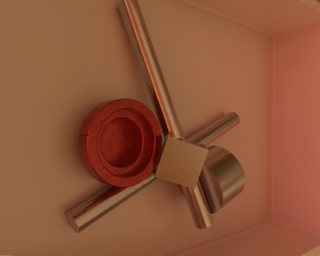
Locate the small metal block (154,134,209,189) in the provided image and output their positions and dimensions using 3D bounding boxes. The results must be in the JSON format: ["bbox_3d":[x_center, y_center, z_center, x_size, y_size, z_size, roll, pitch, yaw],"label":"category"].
[{"bbox_3d":[0.025,0.040,0.374,0.050,0.025,0.050,18,95,-6],"label":"small metal block"}]

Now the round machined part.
[{"bbox_3d":[-0.048,0.016,0.355,0.099,0.042,0.097,0,90,-40],"label":"round machined part"}]

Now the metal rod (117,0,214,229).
[{"bbox_3d":[0.010,-0.013,0.392,0.025,0.025,0.298,-25,99,-38],"label":"metal rod"}]

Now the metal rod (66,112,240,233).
[{"bbox_3d":[0.014,0.043,0.418,0.302,0.025,0.025,-29,108,-37],"label":"metal rod"}]

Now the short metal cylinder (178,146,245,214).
[{"bbox_3d":[0.069,0.071,0.430,0.050,0.080,0.080,-25,106,-38],"label":"short metal cylinder"}]
